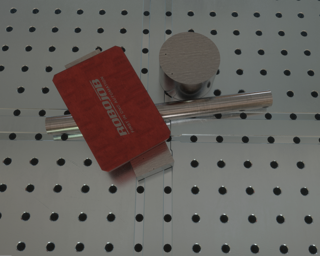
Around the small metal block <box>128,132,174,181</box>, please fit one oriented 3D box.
[{"bbox_3d":[-0.015,0.033,0.398,0.050,0.025,0.050,-22,72,-8],"label":"small metal block"}]

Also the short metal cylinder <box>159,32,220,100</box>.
[{"bbox_3d":[0.039,-0.084,0.429,0.081,0.050,0.080,0,70,0],"label":"short metal cylinder"}]

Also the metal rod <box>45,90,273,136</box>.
[{"bbox_3d":[0.001,-0.022,0.420,0.302,0.025,0.025,-7,70,-3],"label":"metal rod"}]

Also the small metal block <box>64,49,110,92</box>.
[{"bbox_3d":[-0.096,-0.074,0.424,0.050,0.050,0.025,-30,73,-11],"label":"small metal block"}]

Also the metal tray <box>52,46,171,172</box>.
[{"bbox_3d":[-0.058,-0.023,0.376,0.090,0.030,0.130,-29,84,-10],"label":"metal tray"}]
